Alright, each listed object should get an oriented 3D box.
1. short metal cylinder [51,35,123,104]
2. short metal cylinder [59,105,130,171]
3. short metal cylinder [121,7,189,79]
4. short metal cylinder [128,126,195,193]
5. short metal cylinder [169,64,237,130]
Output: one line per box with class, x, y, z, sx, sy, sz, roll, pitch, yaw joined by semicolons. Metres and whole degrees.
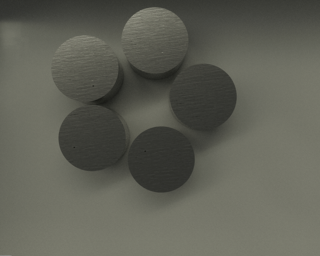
short metal cylinder;-0.090;-0.071;0.396;0.081;0.050;0.080;0;90;0
short metal cylinder;-0.081;0.012;0.396;0.081;0.050;0.080;0;90;0
short metal cylinder;-0.006;-0.105;0.397;0.081;0.050;0.080;0;90;0
short metal cylinder;0.002;0.038;0.397;0.081;0.050;0.080;0;90;0
short metal cylinder;0.052;-0.038;0.397;0.081;0.050;0.080;0;90;0
